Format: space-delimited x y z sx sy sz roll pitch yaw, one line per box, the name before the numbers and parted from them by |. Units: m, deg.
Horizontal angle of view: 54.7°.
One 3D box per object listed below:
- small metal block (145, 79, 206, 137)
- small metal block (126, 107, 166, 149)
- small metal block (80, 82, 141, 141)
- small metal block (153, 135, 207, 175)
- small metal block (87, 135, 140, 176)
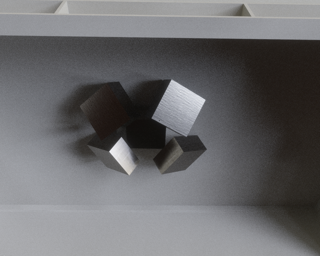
small metal block | 0.018 -0.024 0.370 0.050 0.025 0.050 28 87 -22
small metal block | -0.018 0.000 0.406 0.050 0.025 0.050 1 130 -1
small metal block | -0.060 -0.020 0.372 0.050 0.025 0.050 -35 85 26
small metal block | 0.027 0.036 0.423 0.050 0.025 0.050 -1 141 -47
small metal block | -0.063 0.034 0.419 0.050 0.025 0.050 10 144 43
